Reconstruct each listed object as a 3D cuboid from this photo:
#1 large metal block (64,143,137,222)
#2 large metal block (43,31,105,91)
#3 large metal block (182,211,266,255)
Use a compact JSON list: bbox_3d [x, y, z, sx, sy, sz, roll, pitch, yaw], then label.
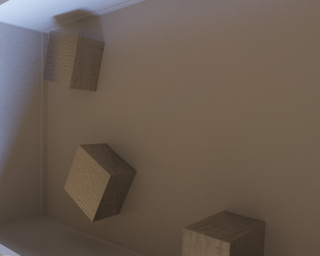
[{"bbox_3d":[-0.091,0.079,0.466,0.080,0.050,0.079,36,112,34],"label":"large metal block"},{"bbox_3d":[-0.142,-0.110,0.509,0.080,0.050,0.079,21,103,38],"label":"large metal block"},{"bbox_3d":[0.066,0.138,0.317,0.050,0.081,0.079,5,93,40],"label":"large metal block"}]
